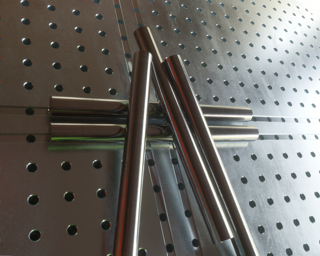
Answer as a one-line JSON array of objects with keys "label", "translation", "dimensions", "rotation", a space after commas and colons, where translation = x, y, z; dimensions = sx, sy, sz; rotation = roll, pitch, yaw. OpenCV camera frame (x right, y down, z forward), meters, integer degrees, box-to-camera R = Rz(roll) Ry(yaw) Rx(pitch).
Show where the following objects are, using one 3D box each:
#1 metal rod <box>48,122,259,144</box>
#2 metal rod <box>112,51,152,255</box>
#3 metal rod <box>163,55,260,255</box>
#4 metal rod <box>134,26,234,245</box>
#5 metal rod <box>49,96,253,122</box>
[{"label": "metal rod", "translation": [0.012, 0.007, 0.412], "dimensions": [0.303, 0.025, 0.025], "rotation": [1, 62, -28]}, {"label": "metal rod", "translation": [-0.030, 0.041, 0.344], "dimensions": [0.025, 0.025, 0.299], "rotation": [14, 63, -21]}, {"label": "metal rod", "translation": [0.065, 0.042, 0.395], "dimensions": [0.025, 0.025, 0.299], "rotation": [-11, 75, -33]}, {"label": "metal rod", "translation": [0.022, -0.007, 0.394], "dimensions": [0.025, 0.025, 0.299], "rotation": [-6, 65, -31]}, {"label": "metal rod", "translation": [0.007, -0.023, 0.428], "dimensions": [0.303, 0.025, 0.025], "rotation": [1, 62, -28]}]
